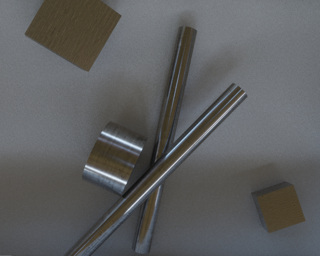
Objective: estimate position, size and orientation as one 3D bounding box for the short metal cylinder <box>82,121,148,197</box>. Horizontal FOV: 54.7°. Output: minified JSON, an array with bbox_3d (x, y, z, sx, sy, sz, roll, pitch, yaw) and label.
[{"bbox_3d":[-0.054,0.038,0.383,0.050,0.080,0.080,24,90,-1],"label":"short metal cylinder"}]

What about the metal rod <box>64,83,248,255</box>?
[{"bbox_3d":[-0.007,0.061,0.385,0.025,0.025,0.300,44,92,-1],"label":"metal rod"}]

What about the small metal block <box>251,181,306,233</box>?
[{"bbox_3d":[0.157,0.105,0.414,0.050,0.025,0.050,-19,90,-1],"label":"small metal block"}]

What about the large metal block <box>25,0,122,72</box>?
[{"bbox_3d":[-0.108,-0.126,0.383,0.080,0.050,0.080,30,90,-26],"label":"large metal block"}]

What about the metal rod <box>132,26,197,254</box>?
[{"bbox_3d":[0.006,0.015,0.411,0.025,0.025,0.298,12,90,-1],"label":"metal rod"}]
